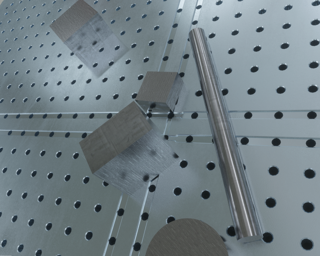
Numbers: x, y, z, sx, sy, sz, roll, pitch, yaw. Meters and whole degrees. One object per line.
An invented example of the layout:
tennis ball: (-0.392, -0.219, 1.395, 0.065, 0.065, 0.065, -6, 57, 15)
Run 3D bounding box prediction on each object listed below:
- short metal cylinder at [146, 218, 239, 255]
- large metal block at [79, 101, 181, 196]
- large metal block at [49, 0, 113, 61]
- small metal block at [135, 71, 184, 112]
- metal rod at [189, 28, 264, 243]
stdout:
short metal cylinder: (0.032, 0.132, 0.294, 0.080, 0.050, 0.080, -13, 56, 20)
large metal block: (-0.034, 0.027, 0.373, 0.080, 0.080, 0.050, -37, 51, 3)
large metal block: (-0.149, -0.186, 0.582, 0.080, 0.050, 0.080, -42, 51, -1)
small metal block: (0.000, -0.052, 0.439, 0.050, 0.025, 0.050, 8, 65, 31)
metal rod: (0.071, -0.017, 0.380, 0.025, 0.025, 0.299, -19, 54, 17)
